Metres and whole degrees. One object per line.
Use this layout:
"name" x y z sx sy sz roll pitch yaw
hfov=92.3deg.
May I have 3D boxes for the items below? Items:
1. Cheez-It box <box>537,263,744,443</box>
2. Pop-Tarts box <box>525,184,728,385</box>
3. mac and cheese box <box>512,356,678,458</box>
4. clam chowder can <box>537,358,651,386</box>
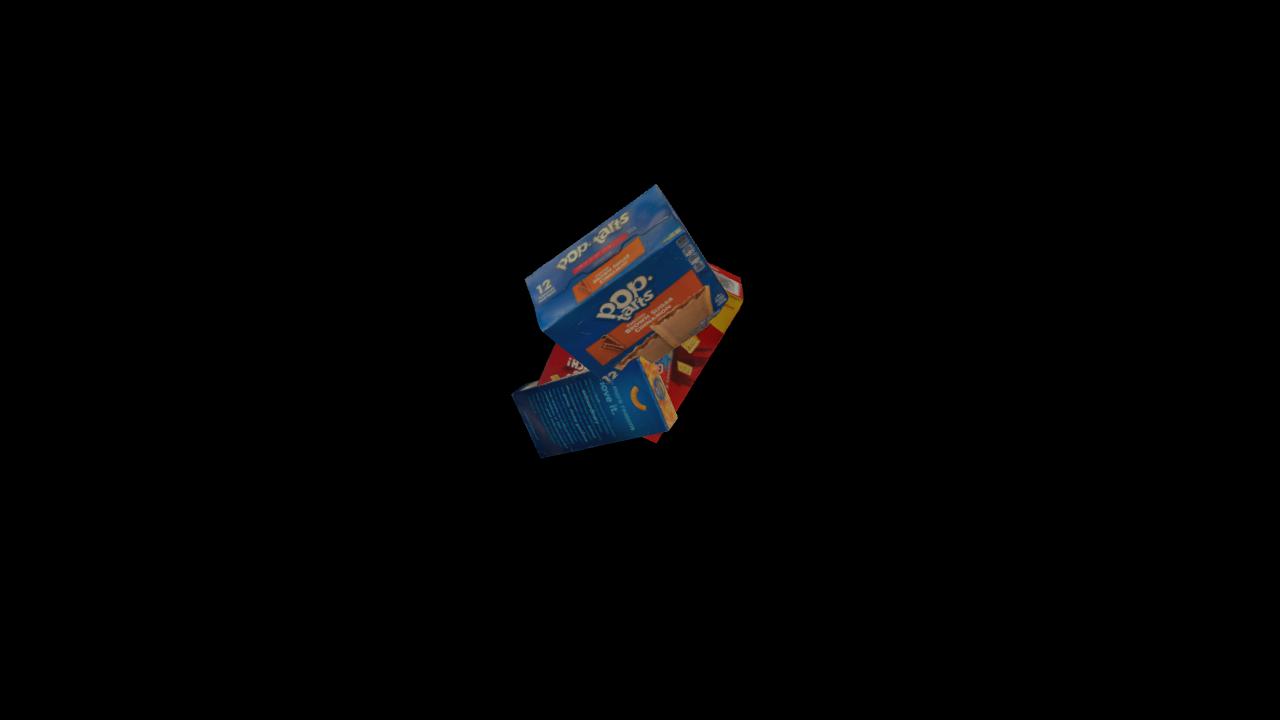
"Cheez-It box" -0.004 -0.027 0.715 0.166 0.223 0.071 24 29 -6
"Pop-Tarts box" -0.007 -0.069 0.644 0.167 0.083 0.141 -34 -39 9
"mac and cheese box" -0.056 0.054 0.722 0.184 0.093 0.041 -15 14 28
"clam chowder can" -0.022 -0.046 0.752 0.102 0.068 0.068 9 6 40
